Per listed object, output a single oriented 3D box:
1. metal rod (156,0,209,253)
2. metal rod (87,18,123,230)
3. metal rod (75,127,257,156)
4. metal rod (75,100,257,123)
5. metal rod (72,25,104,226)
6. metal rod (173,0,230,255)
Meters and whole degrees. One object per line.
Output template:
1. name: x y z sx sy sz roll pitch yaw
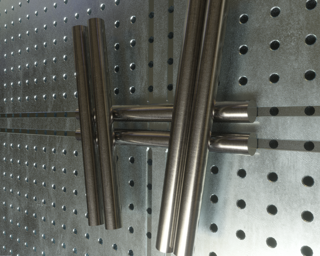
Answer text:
1. metal rod: 0.025 -0.003 0.358 0.025 0.025 0.298 12 98 39
2. metal rod: -0.079 -0.009 0.444 0.025 0.025 0.299 -10 84 39
3. metal rod: -0.017 0.014 0.425 0.300 0.025 0.025 1 91 40
4. metal rod: -0.017 -0.021 0.425 0.300 0.025 0.025 1 91 40
5. metal rod: -0.108 -0.007 0.468 0.025 0.025 0.299 -10 83 39
6. metal rod: 0.045 -0.004 0.341 0.025 0.025 0.298 12 98 39
